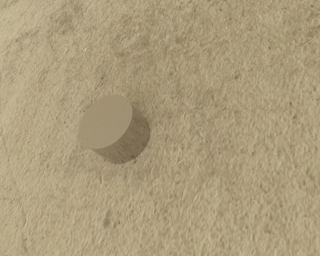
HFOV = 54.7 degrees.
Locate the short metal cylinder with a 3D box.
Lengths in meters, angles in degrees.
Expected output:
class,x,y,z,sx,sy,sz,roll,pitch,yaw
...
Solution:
class,x,y,z,sx,sy,sz,roll,pitch,yaw
short metal cylinder,-0.060,0.002,0.417,0.080,0.050,0.080,-13,56,20
